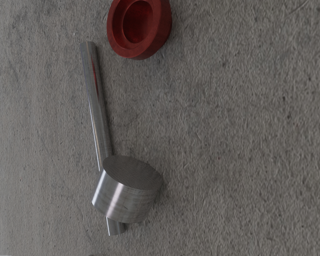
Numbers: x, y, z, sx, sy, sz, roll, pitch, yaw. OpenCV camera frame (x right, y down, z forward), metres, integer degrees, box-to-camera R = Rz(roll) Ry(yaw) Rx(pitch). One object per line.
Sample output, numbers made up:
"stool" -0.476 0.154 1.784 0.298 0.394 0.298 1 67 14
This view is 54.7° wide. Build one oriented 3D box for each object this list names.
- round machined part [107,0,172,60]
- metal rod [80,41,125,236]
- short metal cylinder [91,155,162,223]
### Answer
"round machined part" -0.023 -0.139 0.413 0.098 0.042 0.097 0 90 40
"metal rod" -0.090 0.010 0.479 0.025 0.025 0.298 -17 79 38
"short metal cylinder" -0.044 0.078 0.405 0.080 0.081 0.050 35 112 34
